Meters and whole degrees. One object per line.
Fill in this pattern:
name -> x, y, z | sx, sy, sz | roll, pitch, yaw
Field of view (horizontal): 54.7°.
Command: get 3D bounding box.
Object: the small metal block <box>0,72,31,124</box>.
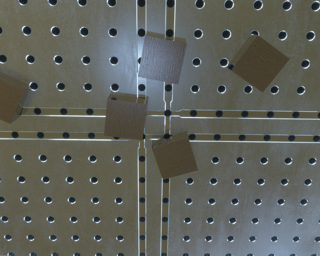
small metal block -> -0.202, -0.041, 0.396 | 0.050, 0.025, 0.050 | 26, 108, -10

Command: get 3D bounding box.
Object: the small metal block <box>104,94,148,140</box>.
small metal block -> -0.044, -0.014, 0.408 | 0.050, 0.025, 0.050 | 7, 110, -3

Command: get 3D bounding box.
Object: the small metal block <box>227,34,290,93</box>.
small metal block -> 0.121, -0.081, 0.385 | 0.050, 0.025, 0.050 | 32, 107, -12

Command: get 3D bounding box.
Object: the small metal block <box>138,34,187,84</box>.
small metal block -> 0.002, -0.085, 0.382 | 0.050, 0.025, 0.050 | 10, 110, -4

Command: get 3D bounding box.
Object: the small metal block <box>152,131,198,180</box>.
small metal block -> 0.021, 0.038, 0.428 | 0.050, 0.025, 0.050 | -16, 110, 5
